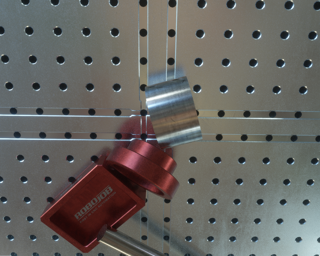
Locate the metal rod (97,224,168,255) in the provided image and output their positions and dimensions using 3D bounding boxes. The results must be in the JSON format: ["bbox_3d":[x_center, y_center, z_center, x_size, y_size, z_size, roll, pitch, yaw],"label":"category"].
[{"bbox_3d":[0.037,0.226,0.479,0.301,0.025,0.025,34,107,-19],"label":"metal rod"}]

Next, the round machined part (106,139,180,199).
[{"bbox_3d":[-0.017,0.050,0.402,0.098,0.098,0.042,35,72,-12],"label":"round machined part"}]

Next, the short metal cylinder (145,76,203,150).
[{"bbox_3d":[0.017,-0.018,0.377,0.050,0.080,0.080,-15,110,5],"label":"short metal cylinder"}]

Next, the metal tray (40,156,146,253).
[{"bbox_3d":[-0.096,0.113,0.451,0.130,0.030,0.090,-42,105,14],"label":"metal tray"}]
